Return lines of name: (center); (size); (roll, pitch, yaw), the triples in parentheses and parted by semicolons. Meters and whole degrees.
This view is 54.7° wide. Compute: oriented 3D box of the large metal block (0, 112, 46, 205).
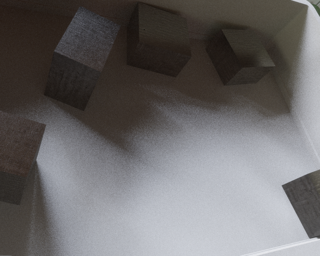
large metal block: (-0.154, 0.024, 0.273); (0.081, 0.080, 0.050); (19, 55, -18)

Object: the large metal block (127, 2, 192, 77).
large metal block: (-0.003, -0.132, 0.468); (0.081, 0.050, 0.080); (10, 57, -23)

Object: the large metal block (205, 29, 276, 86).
large metal block: (0.139, -0.123, 0.539); (0.081, 0.050, 0.080); (-9, 67, -32)

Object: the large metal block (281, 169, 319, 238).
large metal block: (0.242, 0.104, 0.456); (0.081, 0.050, 0.080); (-9, 66, -32)

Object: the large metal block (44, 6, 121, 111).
large metal block: (-0.093, -0.080, 0.369); (0.050, 0.080, 0.080); (23, 53, -15)
